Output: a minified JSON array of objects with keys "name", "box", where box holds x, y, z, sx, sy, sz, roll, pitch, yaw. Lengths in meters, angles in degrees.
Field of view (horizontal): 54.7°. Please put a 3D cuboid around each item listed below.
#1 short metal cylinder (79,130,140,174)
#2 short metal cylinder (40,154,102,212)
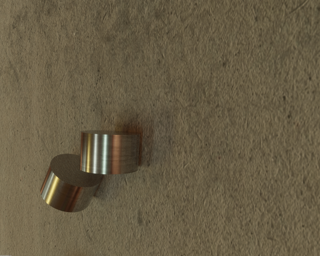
[{"name":"short metal cylinder","box":[-0.069,0.031,0.426,0.080,0.081,0.050,5,94,40]},{"name":"short metal cylinder","box":[-0.138,0.084,0.483,0.080,0.081,0.050,42,115,32]}]
